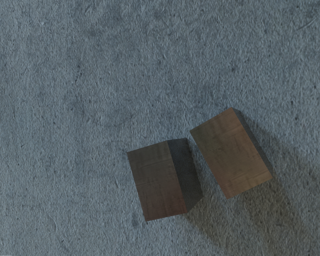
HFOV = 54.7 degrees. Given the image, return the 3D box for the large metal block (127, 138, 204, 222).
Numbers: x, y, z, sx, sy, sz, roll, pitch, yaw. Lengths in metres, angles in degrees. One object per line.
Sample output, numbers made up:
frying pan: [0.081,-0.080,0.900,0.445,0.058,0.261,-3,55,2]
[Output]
large metal block: [0.010,0.058,0.376,0.050,0.080,0.080,-18,84,19]

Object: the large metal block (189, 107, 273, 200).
large metal block: [0.084,0.025,0.350,0.050,0.080,0.080,-31,80,17]
